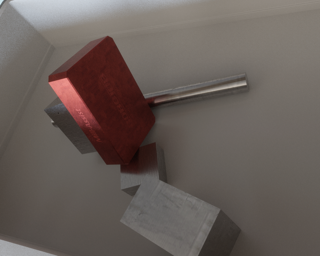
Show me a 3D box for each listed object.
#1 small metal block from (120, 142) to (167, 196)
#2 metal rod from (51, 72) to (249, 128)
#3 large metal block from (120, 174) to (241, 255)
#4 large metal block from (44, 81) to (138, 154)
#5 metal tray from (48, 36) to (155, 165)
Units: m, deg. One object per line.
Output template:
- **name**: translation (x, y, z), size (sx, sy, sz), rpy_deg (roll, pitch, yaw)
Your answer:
- **small metal block**: translation (-0.021, 0.051, 0.384), size (0.050, 0.025, 0.050), rpy_deg (-18, 55, 17)
- **metal rod**: translation (-0.029, -0.035, 0.440), size (0.301, 0.025, 0.025), rpy_deg (-9, 58, 22)
- **large metal block**: translation (0.023, 0.095, 0.300), size (0.080, 0.080, 0.050), rpy_deg (19, 72, 35)
- **large metal block**: translation (-0.088, -0.016, 0.405), size (0.080, 0.080, 0.050), rpy_deg (-12, 33, 38)
- **metal tray**: translation (-0.061, -0.031, 0.370), size (0.030, 0.130, 0.090), rpy_deg (-6, 36, 34)
